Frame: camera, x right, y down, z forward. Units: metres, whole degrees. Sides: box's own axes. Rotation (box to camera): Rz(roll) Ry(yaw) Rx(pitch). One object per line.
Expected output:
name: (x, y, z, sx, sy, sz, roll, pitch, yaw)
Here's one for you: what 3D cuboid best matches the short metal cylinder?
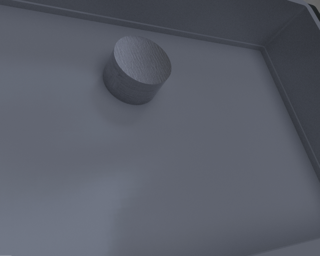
short metal cylinder: (-0.032, -0.078, 0.422, 0.081, 0.050, 0.080, 14, 56, -21)
